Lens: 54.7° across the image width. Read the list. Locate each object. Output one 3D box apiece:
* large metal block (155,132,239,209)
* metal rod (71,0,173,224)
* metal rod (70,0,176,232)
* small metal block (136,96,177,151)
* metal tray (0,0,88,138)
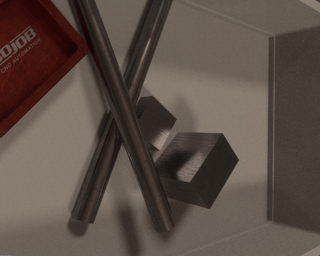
[{"bbox_3d":[0.043,0.052,0.409,0.080,0.080,0.050,-51,121,-28],"label":"large metal block"},{"bbox_3d":[-0.039,-0.037,0.375,0.025,0.025,0.299,29,72,-37],"label":"metal rod"},{"bbox_3d":[-0.044,-0.027,0.342,0.025,0.025,0.298,-24,96,-38],"label":"metal rod"},{"bbox_3d":[-0.012,-0.006,0.398,0.050,0.025,0.050,42,64,-32],"label":"small metal block"},{"bbox_3d":[-0.141,-0.066,0.285,0.090,0.030,0.130,51,60,-28],"label":"metal tray"}]
